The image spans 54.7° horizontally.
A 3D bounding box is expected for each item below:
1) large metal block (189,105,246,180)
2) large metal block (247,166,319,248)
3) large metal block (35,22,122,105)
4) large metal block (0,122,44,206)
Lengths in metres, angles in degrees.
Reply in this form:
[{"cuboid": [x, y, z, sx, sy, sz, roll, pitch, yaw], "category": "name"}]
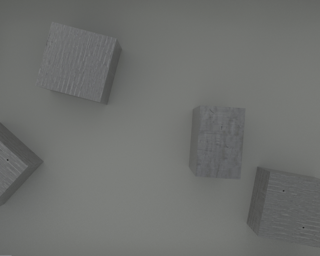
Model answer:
[{"cuboid": [0.067, 0.016, 0.384, 0.050, 0.080, 0.080, 4, 90, 0], "category": "large metal block"}, {"cuboid": [0.166, 0.099, 0.400, 0.080, 0.050, 0.080, 11, 90, 0], "category": "large metal block"}, {"cuboid": [-0.101, -0.080, 0.398, 0.080, 0.050, 0.080, 15, 90, 0], "category": "large metal block"}, {"cuboid": [-0.216, 0.048, 0.397, 0.080, 0.050, 0.080, 43, 90, 0], "category": "large metal block"}]
